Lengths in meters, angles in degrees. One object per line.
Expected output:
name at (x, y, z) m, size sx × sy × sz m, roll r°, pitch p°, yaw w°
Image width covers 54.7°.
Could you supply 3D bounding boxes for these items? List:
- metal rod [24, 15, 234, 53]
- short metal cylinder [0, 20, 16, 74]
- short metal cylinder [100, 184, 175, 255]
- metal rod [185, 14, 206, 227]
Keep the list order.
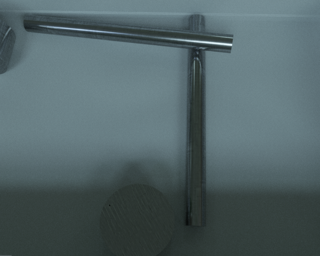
metal rod at (-0.050, -0.135, 0.442) m, size 0.301 × 0.025 × 0.025 m, roll 8°, pitch 70°, yaw 9°
short metal cylinder at (-0.244, -0.114, 0.419) m, size 0.081 × 0.080 × 0.050 m, roll 4°, pitch 70°, yaw 1°
short metal cylinder at (-0.025, 0.109, 0.356) m, size 0.081 × 0.050 × 0.080 m, roll 0°, pitch 70°, yaw 0°
metal rod at (0.049, -0.024, 0.418) m, size 0.025 × 0.025 × 0.299 m, roll 3°, pitch 70°, yaw 0°
